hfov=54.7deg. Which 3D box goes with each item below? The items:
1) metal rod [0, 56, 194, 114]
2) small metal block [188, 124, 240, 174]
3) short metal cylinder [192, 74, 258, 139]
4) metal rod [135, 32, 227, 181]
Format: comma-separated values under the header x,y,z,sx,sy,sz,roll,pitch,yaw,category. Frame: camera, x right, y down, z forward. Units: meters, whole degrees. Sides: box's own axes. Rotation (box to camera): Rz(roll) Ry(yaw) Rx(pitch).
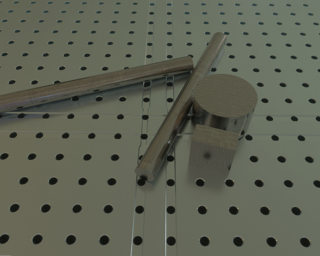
x,y,z,sx,sy,sz,roll,pitch,yaw,category
-0.094,-0.066,0.462,0.302,0.025,0.025,-14,52,-12,metal rod
0.063,0.026,0.370,0.050,0.050,0.025,13,52,11,small metal block
0.084,-0.027,0.415,0.081,0.050,0.080,0,50,0,short metal cylinder
0.043,-0.051,0.450,0.025,0.025,0.301,19,52,15,metal rod
